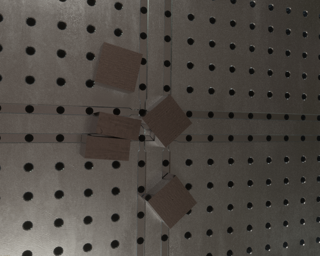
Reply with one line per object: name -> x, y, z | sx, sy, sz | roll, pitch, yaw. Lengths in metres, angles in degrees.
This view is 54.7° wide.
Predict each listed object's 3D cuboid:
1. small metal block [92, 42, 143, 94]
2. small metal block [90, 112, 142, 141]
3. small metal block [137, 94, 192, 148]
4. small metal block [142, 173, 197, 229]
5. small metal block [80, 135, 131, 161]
small metal block -> -0.054, -0.075, 0.393 | 0.050, 0.025, 0.050 | 14, 85, -20
small metal block -> -0.056, -0.002, 0.380 | 0.050, 0.050, 0.025 | 11, 86, -20
small metal block -> 0.006, -0.009, 0.416 | 0.050, 0.025, 0.050 | -42, 104, -15
small metal block -> 0.013, 0.098, 0.419 | 0.050, 0.025, 0.050 | -40, 103, -16
small metal block -> -0.067, 0.023, 0.375 | 0.050, 0.050, 0.025 | 6, 88, -20
